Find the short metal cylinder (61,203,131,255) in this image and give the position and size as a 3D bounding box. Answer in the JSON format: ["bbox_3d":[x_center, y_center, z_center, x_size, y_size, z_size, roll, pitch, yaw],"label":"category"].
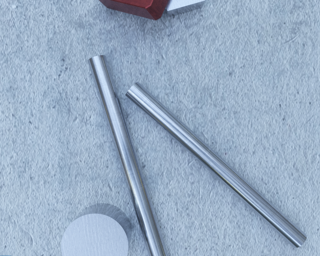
[{"bbox_3d":[-0.078,0.142,0.397,0.081,0.050,0.079,0,90,-1],"label":"short metal cylinder"}]

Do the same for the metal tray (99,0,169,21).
[{"bbox_3d":[-0.018,-0.209,0.388,0.090,0.030,0.129,24,90,26],"label":"metal tray"}]

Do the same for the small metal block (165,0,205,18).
[{"bbox_3d":[0.027,-0.181,0.410,0.050,0.025,0.050,-16,90,-1],"label":"small metal block"}]

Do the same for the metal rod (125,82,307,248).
[{"bbox_3d":[0.074,0.049,0.411,0.300,0.025,0.025,42,90,-1],"label":"metal rod"}]

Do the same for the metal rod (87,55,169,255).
[{"bbox_3d":[-0.039,0.051,0.409,0.025,0.025,0.298,-17,90,0],"label":"metal rod"}]
